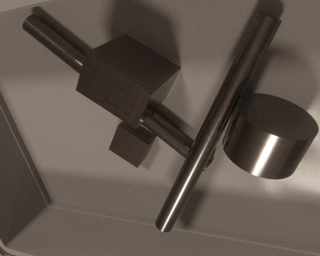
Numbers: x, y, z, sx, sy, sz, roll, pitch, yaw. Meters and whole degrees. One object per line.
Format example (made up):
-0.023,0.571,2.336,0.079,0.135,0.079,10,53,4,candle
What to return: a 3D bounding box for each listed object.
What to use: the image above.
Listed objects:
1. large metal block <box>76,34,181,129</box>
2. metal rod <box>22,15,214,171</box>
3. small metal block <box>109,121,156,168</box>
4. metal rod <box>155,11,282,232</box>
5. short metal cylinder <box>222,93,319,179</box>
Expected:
-0.034,-0.057,0.355,0.080,0.080,0.050,33,129,6,large metal block
-0.055,-0.046,0.407,0.300,0.025,0.025,38,129,1,metal rod
-0.039,0.021,0.441,0.050,0.025,0.050,32,128,6,small metal block
0.054,0.016,0.362,0.025,0.025,0.298,28,120,10,metal rod
0.111,0.006,0.318,0.080,0.080,0.050,23,127,14,short metal cylinder
